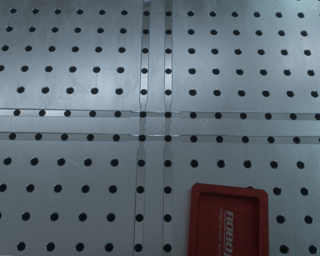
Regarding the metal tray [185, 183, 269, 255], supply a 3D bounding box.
[{"bbox_3d":[0.077,0.135,0.360,0.091,0.030,0.130,6,70,1],"label":"metal tray"}]
